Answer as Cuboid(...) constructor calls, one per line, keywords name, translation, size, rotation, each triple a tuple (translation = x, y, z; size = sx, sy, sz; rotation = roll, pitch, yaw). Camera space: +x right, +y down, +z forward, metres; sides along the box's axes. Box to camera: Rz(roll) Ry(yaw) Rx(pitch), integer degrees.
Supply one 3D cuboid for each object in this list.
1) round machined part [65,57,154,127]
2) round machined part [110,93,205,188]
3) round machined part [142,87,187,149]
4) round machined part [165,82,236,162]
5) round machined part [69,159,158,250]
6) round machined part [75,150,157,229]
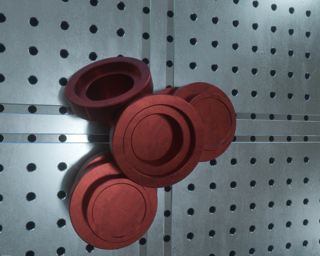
Cuboid(name="round machined part", translation=(-0.056, -0.039, 0.362), size=(0.099, 0.098, 0.042), rotation=(-29, 135, -18))
Cuboid(name="round machined part", translation=(-0.005, 0.011, 0.333), size=(0.099, 0.042, 0.097), rotation=(-3, 99, -17))
Cuboid(name="round machined part", translation=(0.023, -0.003, 0.390), size=(0.099, 0.042, 0.097), rotation=(0, 90, -20))
Cuboid(name="round machined part", translation=(0.051, -0.007, 0.376), size=(0.099, 0.042, 0.097), rotation=(0, 89, -20))
Cuboid(name="round machined part", translation=(-0.048, 0.085, 0.340), size=(0.099, 0.042, 0.097), rotation=(0, 90, -20))
Cuboid(name="round machined part", translation=(-0.049, 0.075, 0.363), size=(0.099, 0.042, 0.097), rotation=(0, 90, -20))
